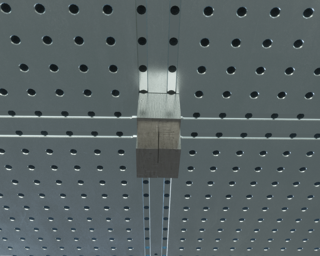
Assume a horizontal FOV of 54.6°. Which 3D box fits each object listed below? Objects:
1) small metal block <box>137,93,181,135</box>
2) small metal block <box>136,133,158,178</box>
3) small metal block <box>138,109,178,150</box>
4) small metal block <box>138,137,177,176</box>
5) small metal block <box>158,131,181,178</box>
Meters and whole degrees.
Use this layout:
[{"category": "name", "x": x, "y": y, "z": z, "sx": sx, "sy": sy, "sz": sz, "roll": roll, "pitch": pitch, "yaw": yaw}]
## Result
[{"category": "small metal block", "x": -0.001, "y": -0.018, "z": 0.379, "sx": 0.050, "sy": 0.050, "sz": 0.025, "roll": 2, "pitch": 130, "yaw": -1}, {"category": "small metal block", "x": -0.015, "y": 0.026, "z": 0.384, "sx": 0.025, "sy": 0.050, "sz": 0.050, "roll": 1, "pitch": 130, "yaw": -1}, {"category": "small metal block", "x": -0.003, "y": 0.002, "z": 0.413, "sx": 0.050, "sy": 0.025, "sz": 0.050, "roll": 2, "pitch": 130, "yaw": 0}, {"category": "small metal block", "x": -0.003, "y": 0.039, "z": 0.427, "sx": 0.050, "sy": 0.050, "sz": 0.025, "roll": 1, "pitch": 130, "yaw": -1}, {"category": "small metal block", "x": 0.011, "y": 0.026, "z": 0.385, "sx": 0.025, "sy": 0.050, "sz": 0.050, "roll": 2, "pitch": 130, "yaw": 0}]
